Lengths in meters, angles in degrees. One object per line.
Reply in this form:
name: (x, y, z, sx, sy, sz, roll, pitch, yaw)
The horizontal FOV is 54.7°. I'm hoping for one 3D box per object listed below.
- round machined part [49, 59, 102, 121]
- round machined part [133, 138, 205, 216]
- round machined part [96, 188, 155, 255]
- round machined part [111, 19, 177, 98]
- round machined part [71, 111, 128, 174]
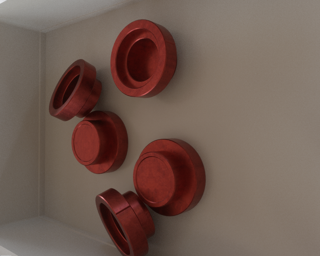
round machined part: (-0.127, -0.054, 0.482, 0.098, 0.042, 0.098, -30, 45, 36)
round machined part: (0.004, 0.062, 0.390, 0.098, 0.042, 0.097, 0, 90, 39)
round machined part: (-0.043, 0.123, 0.411, 0.098, 0.042, 0.097, 39, 143, 38)
round machined part: (-0.017, -0.088, 0.407, 0.098, 0.042, 0.097, 0, 90, 39)
round machined part: (-0.098, 0.022, 0.474, 0.098, 0.042, 0.097, 0, 90, 39)
